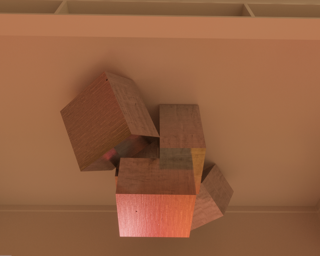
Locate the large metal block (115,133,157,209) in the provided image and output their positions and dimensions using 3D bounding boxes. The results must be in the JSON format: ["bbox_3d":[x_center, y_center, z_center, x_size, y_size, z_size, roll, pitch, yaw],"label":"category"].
[{"bbox_3d":[-0.029,0.063,0.424,0.050,0.080,0.079,1,130,-1],"label":"large metal block"}]

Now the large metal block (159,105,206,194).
[{"bbox_3d":[0.024,0.027,0.392,0.050,0.080,0.079,1,130,-1],"label":"large metal block"}]

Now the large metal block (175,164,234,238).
[{"bbox_3d":[0.053,0.103,0.449,0.080,0.080,0.050,-34,87,25],"label":"large metal block"}]

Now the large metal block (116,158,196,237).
[{"bbox_3d":[-0.005,0.080,0.353,0.081,0.050,0.079,1,130,-1],"label":"large metal block"}]

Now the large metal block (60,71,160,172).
[{"bbox_3d":[-0.059,-0.005,0.357,0.080,0.080,0.050,-35,157,26],"label":"large metal block"}]
